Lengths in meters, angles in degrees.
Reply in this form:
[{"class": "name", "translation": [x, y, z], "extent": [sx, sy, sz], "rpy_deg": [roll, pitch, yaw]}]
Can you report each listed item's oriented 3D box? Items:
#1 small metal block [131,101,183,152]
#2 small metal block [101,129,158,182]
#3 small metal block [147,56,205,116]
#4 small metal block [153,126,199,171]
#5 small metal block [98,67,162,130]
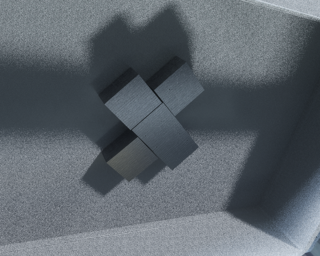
[{"class": "small metal block", "translation": [-0.007, -0.006, 0.397], "extent": [0.050, 0.025, 0.050], "rpy_deg": [-41, 130, 0]}, {"class": "small metal block", "translation": [-0.039, 0.036, 0.407], "extent": [0.050, 0.025, 0.050], "rpy_deg": [-40, 130, 0]}, {"class": "small metal block", "translation": [0.019, -0.052, 0.384], "extent": [0.050, 0.025, 0.050], "rpy_deg": [-42, 130, -1]}, {"class": "small metal block", "translation": [0.018, 0.023, 0.430], "extent": [0.050, 0.025, 0.050], "rpy_deg": [-41, 130, 0]}, {"class": "small metal block", "translation": [-0.035, -0.034, 0.366], "extent": [0.050, 0.025, 0.050], "rpy_deg": [-41, 130, 0]}]
